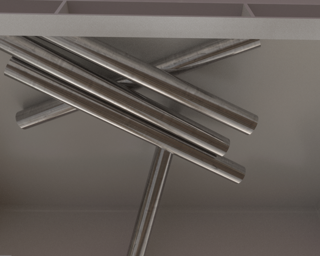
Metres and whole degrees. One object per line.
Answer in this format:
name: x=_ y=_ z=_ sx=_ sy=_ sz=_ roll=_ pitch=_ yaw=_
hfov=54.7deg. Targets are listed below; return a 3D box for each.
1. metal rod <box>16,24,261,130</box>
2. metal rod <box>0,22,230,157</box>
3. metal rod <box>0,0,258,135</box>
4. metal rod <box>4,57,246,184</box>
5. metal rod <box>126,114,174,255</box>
metal rod: x=-0.037 y=-0.054 z=0.362 sx=0.301 sy=0.025 sz=0.025 roll=-17 pitch=128 yaw=14
metal rod: x=-0.053 y=-0.040 z=0.341 sx=0.301 sy=0.025 sz=0.025 roll=26 pitch=126 yaw=-15
metal rod: x=-0.032 y=-0.064 z=0.326 sx=0.301 sy=0.025 sz=0.025 roll=24 pitch=126 yaw=-9
metal rod: x=-0.027 y=-0.003 z=0.366 sx=0.301 sy=0.025 sz=0.025 roll=26 pitch=126 yaw=-15
metal rod: x=-0.020 y=0.126 z=0.422 sx=0.025 sy=0.025 sz=0.298 roll=13 pitch=99 yaw=-11
